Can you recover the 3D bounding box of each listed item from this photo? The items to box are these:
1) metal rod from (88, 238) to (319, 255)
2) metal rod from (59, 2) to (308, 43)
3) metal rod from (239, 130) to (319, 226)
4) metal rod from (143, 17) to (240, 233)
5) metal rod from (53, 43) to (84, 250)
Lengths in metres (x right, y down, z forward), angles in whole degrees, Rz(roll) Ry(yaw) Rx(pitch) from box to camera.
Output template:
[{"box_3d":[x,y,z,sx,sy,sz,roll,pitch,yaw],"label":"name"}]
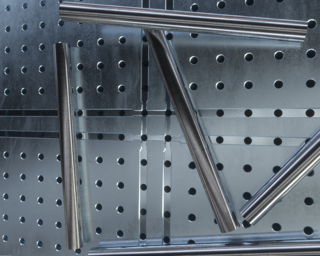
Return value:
[{"box_3d":[0.044,0.161,0.396,0.301,0.025,0.025,-10,87,19],"label":"metal rod"},{"box_3d":[0.019,-0.132,0.383,0.301,0.025,0.025,9,93,11],"label":"metal rod"},{"box_3d":[0.200,-0.003,0.342,0.025,0.025,0.299,44,103,14],"label":"metal rod"},{"box_3d":[0.035,-0.015,0.399,0.025,0.025,0.299,-23,83,18],"label":"metal rod"},{"box_3d":[-0.135,0.025,0.458,0.025,0.025,0.298,-5,88,19],"label":"metal rod"}]
